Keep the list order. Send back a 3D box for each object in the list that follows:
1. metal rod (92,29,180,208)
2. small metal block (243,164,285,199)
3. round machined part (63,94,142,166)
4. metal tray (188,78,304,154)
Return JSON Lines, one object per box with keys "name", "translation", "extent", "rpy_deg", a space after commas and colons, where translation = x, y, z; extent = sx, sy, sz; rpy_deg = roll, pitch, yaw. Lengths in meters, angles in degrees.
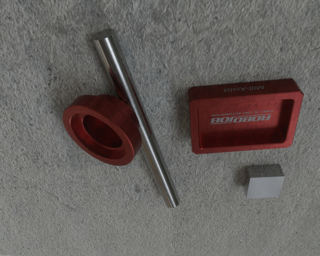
{"name": "metal rod", "translation": [-0.019, 0.012, 0.416], "extent": [0.025, 0.025, 0.299], "rpy_deg": [-12, 129, 10]}
{"name": "small metal block", "translation": [0.159, 0.083, 0.480], "extent": [0.050, 0.025, 0.050], "rpy_deg": [-3, 130, 2]}
{"name": "round machined part", "translation": [-0.064, -0.002, 0.377], "extent": [0.098, 0.042, 0.097], "rpy_deg": [20, 141, 17]}
{"name": "metal tray", "translation": [0.104, -0.012, 0.394], "extent": [0.131, 0.030, 0.089], "rpy_deg": [-5, 130, 3]}
